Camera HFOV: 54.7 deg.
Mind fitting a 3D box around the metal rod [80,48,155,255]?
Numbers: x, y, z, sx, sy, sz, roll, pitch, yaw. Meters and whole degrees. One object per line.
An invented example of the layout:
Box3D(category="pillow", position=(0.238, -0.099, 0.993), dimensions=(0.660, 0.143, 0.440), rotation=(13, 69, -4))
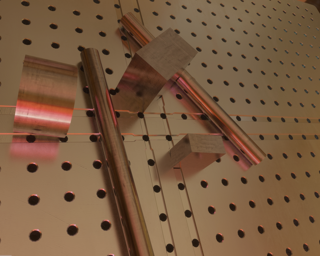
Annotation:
Box3D(category="metal rod", position=(-0.052, 0.031, 0.362), dimensions=(0.025, 0.025, 0.299), rotation=(-4, 64, -31))

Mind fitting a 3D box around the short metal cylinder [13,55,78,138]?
Box3D(category="short metal cylinder", position=(-0.122, -0.032, 0.328), dimensions=(0.050, 0.080, 0.080), rotation=(9, 58, -24))

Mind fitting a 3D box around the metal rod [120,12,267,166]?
Box3D(category="metal rod", position=(0.048, -0.062, 0.473), dimensions=(0.300, 0.025, 0.025), rotation=(47, 51, 5))

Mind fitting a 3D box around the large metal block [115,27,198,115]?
Box3D(category="large metal block", position=(-0.006, -0.076, 0.418), dimensions=(0.050, 0.080, 0.080), rotation=(42, 51, 0))

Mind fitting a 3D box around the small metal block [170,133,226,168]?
Box3D(category="small metal block", position=(0.048, 0.031, 0.401), dimensions=(0.050, 0.050, 0.025), rotation=(5, 60, -26))
